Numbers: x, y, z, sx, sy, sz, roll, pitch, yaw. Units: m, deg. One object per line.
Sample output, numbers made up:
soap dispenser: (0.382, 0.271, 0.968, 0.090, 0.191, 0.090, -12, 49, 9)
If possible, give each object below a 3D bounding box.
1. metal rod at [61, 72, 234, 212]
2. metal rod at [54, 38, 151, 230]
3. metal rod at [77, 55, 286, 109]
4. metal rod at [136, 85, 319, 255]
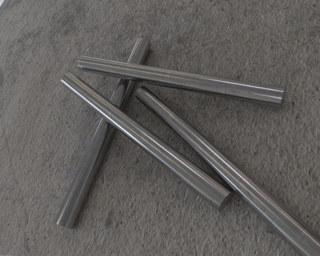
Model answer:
metal rod: (-0.036, 0.001, 0.398, 0.300, 0.025, 0.025, 36, 82, 31)
metal rod: (-0.074, -0.007, 0.447, 0.025, 0.025, 0.300, 7, 65, 31)
metal rod: (0.010, -0.067, 0.418, 0.300, 0.025, 0.025, 15, 69, 26)
metal rod: (0.059, 0.032, 0.353, 0.025, 0.025, 0.300, -44, 51, -2)
